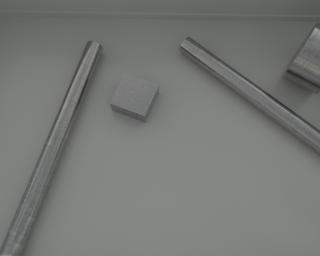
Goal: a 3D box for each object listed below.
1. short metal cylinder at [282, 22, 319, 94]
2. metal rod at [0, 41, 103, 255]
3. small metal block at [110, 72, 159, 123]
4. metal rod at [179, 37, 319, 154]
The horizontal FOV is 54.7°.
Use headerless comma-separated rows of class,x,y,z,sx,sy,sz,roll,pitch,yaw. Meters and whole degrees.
short metal cylinder,0.211,-0.093,0.417,0.050,0.080,0.080,32,73,10
metal rod,-0.134,0.016,0.401,0.025,0.025,0.299,15,70,5
small metal block,-0.034,-0.042,0.424,0.050,0.025,0.050,21,71,7
metal rod,0.149,-0.030,0.422,0.300,0.025,0.025,39,75,13
